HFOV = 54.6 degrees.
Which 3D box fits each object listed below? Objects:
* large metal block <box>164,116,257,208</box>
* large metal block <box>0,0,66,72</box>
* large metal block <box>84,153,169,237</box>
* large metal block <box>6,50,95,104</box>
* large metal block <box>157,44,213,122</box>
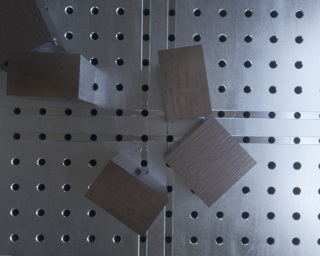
[{"bbox_3d":[0.062,0.041,0.401,0.080,0.050,0.080,-43,90,0],"label":"large metal block"},{"bbox_3d":[-0.182,-0.126,0.400,0.080,0.050,0.080,-24,90,0],"label":"large metal block"},{"bbox_3d":[-0.037,0.078,0.386,0.080,0.080,0.050,36,90,0],"label":"large metal block"},{"bbox_3d":[-0.130,-0.060,0.385,0.080,0.080,0.050,3,90,0],"label":"large metal block"},{"bbox_3d":[0.028,-0.051,0.386,0.050,0.080,0.080,-9,90,0],"label":"large metal block"}]
